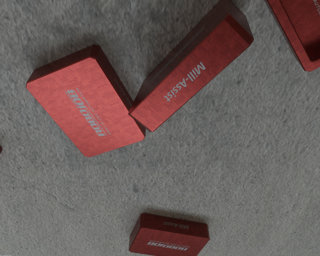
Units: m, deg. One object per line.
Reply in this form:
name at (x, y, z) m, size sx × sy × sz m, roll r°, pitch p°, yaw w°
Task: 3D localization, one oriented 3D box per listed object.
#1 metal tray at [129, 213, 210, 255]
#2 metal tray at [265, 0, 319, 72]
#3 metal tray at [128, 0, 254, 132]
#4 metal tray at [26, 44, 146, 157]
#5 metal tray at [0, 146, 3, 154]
metal tray at (0.016, 0.206, 0.580) m, size 0.131 × 0.030 × 0.089 m, roll 13°, pitch 129°, yaw -12°
metal tray at (0.156, -0.127, 0.297) m, size 0.090 × 0.030 × 0.130 m, roll -31°, pitch 124°, yaw 23°
metal tray at (0.028, -0.063, 0.308) m, size 0.030 × 0.090 × 0.129 m, roll 40°, pitch 120°, yaw -15°
metal tray at (-0.084, -0.026, 0.380) m, size 0.090 × 0.030 × 0.130 m, roll -19°, pitch 128°, yaw 14°
metal tray at (-0.302, 0.034, 0.427) m, size 0.131 × 0.030 × 0.090 m, roll 31°, pitch 124°, yaw -24°
